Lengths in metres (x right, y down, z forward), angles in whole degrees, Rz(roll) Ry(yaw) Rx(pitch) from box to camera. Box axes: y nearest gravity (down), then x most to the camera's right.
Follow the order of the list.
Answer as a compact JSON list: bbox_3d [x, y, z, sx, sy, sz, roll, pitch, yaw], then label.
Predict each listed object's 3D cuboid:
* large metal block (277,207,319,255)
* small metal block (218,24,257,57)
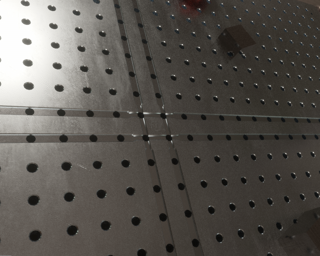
[{"bbox_3d":[0.221,0.160,0.416,0.081,0.050,0.080,-23,75,-37],"label":"large metal block"},{"bbox_3d":[0.148,-0.167,0.593,0.050,0.025,0.050,-26,76,-37],"label":"small metal block"}]
